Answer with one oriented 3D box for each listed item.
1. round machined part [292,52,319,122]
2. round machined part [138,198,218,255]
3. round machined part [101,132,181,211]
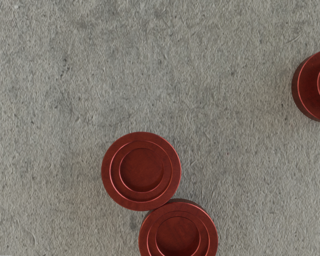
[{"bbox_3d":[0.229,-0.055,0.403,0.099,0.042,0.097,0,90,0],"label":"round machined part"},{"bbox_3d":[0.022,0.140,0.402,0.099,0.042,0.097,0,90,0],"label":"round machined part"},{"bbox_3d":[-0.023,0.054,0.400,0.099,0.042,0.097,0,88,1],"label":"round machined part"}]
